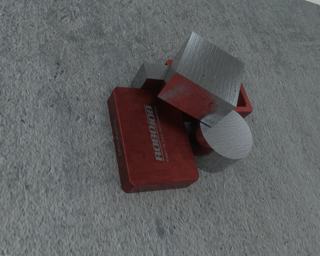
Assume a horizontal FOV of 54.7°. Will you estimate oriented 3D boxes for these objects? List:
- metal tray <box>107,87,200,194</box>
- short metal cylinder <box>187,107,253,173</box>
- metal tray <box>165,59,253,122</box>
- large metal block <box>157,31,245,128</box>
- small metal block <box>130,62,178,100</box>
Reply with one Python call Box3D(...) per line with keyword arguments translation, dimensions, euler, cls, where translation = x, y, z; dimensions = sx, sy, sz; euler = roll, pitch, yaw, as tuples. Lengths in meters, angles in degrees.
Box3D(translation=(-0.011, 0.012, 0.390), dimensions=(0.091, 0.030, 0.130), euler=(1, 62, -28), cls="metal tray")
Box3D(translation=(0.077, 0.015, 0.421), dimensions=(0.081, 0.050, 0.080), euler=(13, 57, -20), cls="short metal cylinder")
Box3D(translation=(0.071, -0.056, 0.474), dimensions=(0.131, 0.030, 0.090), euler=(-2, 63, -29), cls="metal tray")
Box3D(translation=(0.053, -0.061, 0.389), dimensions=(0.080, 0.050, 0.080), euler=(29, 52, -10), cls="large metal block")
Box3D(translation=(-0.007, -0.061, 0.423), dimensions=(0.050, 0.050, 0.025), euler=(1, 62, -28), cls="small metal block")
